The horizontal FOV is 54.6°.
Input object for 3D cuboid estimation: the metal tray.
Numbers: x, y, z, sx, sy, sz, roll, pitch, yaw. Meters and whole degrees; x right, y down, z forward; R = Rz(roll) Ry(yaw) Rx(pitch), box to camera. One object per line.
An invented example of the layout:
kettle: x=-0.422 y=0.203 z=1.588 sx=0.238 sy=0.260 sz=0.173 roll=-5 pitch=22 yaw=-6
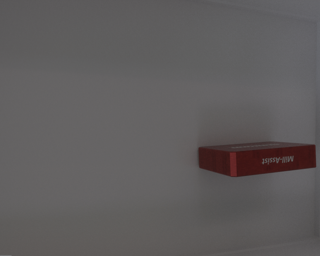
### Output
metal tray: x=0.130 y=0.039 z=0.423 sx=0.131 sy=0.090 sz=0.030 roll=-3 pitch=91 yaw=-20
